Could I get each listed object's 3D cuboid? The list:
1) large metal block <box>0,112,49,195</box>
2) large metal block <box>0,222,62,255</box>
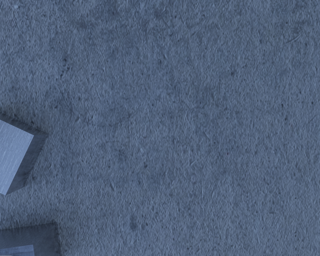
[{"bbox_3d":[-0.205,0.028,0.396,0.080,0.050,0.080,25,90,0],"label":"large metal block"},{"bbox_3d":[-0.176,0.158,0.381,0.080,0.080,0.050,-8,90,0],"label":"large metal block"}]
